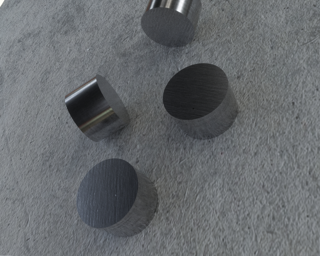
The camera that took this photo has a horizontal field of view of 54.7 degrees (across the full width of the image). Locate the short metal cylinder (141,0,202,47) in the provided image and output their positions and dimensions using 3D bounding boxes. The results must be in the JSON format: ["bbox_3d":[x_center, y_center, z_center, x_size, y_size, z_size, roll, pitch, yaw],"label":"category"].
[{"bbox_3d":[0.017,-0.167,0.462,0.080,0.080,0.050,2,63,29],"label":"short metal cylinder"}]

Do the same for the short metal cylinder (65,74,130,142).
[{"bbox_3d":[-0.085,-0.027,0.430,0.050,0.080,0.080,-31,52,8],"label":"short metal cylinder"}]

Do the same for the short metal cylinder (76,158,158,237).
[{"bbox_3d":[-0.049,0.082,0.363,0.080,0.050,0.080,-13,56,21],"label":"short metal cylinder"}]

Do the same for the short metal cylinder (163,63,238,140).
[{"bbox_3d":[0.050,-0.032,0.381,0.080,0.050,0.080,-13,56,21],"label":"short metal cylinder"}]
